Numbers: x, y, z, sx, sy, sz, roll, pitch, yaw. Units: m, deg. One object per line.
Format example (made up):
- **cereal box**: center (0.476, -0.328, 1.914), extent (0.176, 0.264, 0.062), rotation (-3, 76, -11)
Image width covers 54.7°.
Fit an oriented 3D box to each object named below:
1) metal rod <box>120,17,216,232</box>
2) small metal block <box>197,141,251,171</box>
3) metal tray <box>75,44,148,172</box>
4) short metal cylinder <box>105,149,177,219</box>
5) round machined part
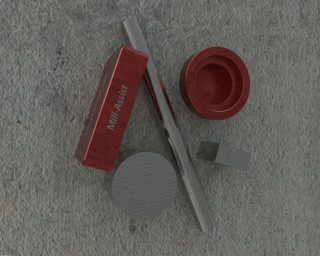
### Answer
- **metal rod**: center (0.014, 0.001, 0.417), extent (0.025, 0.025, 0.298), rotation (-24, 98, -19)
- **small metal block**: center (0.087, 0.038, 0.428), extent (0.050, 0.050, 0.025), rotation (18, 84, -20)
- **metal tray**: center (-0.059, -0.021, 0.355), extent (0.030, 0.090, 0.129), rotation (20, 83, -19)
- **short metal cylinder**: center (-0.025, 0.068, 0.388), extent (0.081, 0.050, 0.079), rotation (0, 90, -21)
- **round machined part**: center (0.071, -0.060, 0.429), extent (0.099, 0.042, 0.097), rotation (0, 90, -21)
